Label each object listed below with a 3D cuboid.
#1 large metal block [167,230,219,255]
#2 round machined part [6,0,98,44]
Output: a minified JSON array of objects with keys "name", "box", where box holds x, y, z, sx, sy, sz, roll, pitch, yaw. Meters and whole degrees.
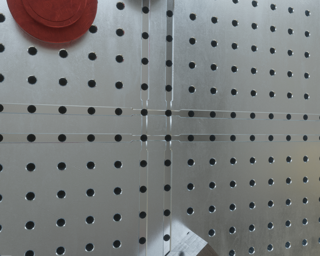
[{"name":"large metal block","box":[0.048,0.203,0.417,0.080,0.050,0.080,-42,103,-15]},{"name":"round machined part","box":[-0.120,-0.146,0.351,0.099,0.042,0.097,-4,101,-20]}]
